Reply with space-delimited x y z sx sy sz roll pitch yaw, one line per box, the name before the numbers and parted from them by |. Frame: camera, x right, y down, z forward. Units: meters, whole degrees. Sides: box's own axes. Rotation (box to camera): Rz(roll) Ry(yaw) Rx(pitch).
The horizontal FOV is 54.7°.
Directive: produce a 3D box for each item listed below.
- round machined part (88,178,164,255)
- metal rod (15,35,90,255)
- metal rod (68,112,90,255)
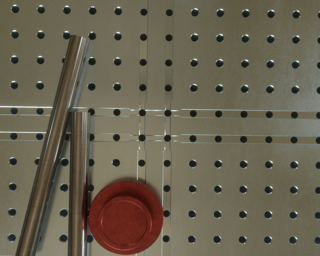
round machined part | -0.044 0.118 0.404 0.099 0.042 0.097 0 90 -1
metal rod | -0.142 0.025 0.411 0.025 0.025 0.298 14 90 -1
metal rod | -0.109 0.128 0.412 0.025 0.025 0.298 1 90 -1
